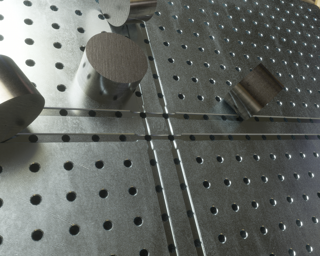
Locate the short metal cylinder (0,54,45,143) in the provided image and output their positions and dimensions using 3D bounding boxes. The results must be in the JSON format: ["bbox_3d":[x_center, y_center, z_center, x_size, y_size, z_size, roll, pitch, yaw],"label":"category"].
[{"bbox_3d":[-0.162,-0.025,0.301,0.081,0.080,0.050,-35,82,-38],"label":"short metal cylinder"}]

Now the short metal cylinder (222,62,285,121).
[{"bbox_3d":[0.145,-0.056,0.485,0.050,0.080,0.080,47,51,4],"label":"short metal cylinder"}]

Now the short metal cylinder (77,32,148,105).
[{"bbox_3d":[-0.063,-0.077,0.405,0.081,0.050,0.080,14,56,-21],"label":"short metal cylinder"}]

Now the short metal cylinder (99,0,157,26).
[{"bbox_3d":[-0.050,-0.198,0.466,0.050,0.080,0.080,-24,75,-37],"label":"short metal cylinder"}]
